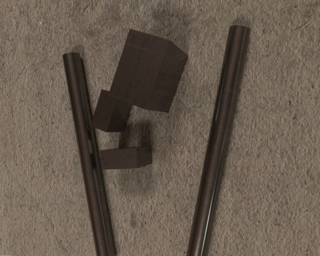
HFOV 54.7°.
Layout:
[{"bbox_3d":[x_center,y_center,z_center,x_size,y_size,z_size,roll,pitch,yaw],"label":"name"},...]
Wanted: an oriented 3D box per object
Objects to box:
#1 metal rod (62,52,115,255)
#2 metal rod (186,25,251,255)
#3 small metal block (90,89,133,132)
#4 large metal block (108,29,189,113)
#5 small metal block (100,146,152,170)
[{"bbox_3d":[-0.102,0.040,0.443,0.025,0.025,0.298,-12,86,19],"label":"metal rod"},{"bbox_3d":[0.070,0.026,0.383,0.025,0.025,0.298,11,94,19],"label":"metal rod"},{"bbox_3d":[-0.063,-0.022,0.417,0.025,0.050,0.050,21,97,18],"label":"small metal block"},{"bbox_3d":[-0.011,-0.066,0.383,0.050,0.080,0.080,21,97,18],"label":"large metal block"},{"bbox_3d":[-0.044,0.039,0.410,0.050,0.050,0.025,-5,89,19],"label":"small metal block"}]
